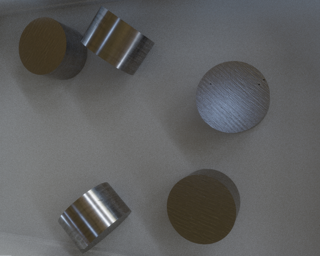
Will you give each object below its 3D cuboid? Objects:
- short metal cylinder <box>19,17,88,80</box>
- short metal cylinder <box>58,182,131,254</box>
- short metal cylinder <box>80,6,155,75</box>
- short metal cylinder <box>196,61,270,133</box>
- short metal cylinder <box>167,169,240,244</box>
[{"bbox_3d":[-0.154,-0.113,0.450,0.080,0.050,0.079,0,90,19],"label":"short metal cylinder"},{"bbox_3d":[-0.085,0.118,0.410,0.080,0.080,0.050,-46,76,14],"label":"short metal cylinder"},{"bbox_3d":[-0.054,-0.112,0.399,0.080,0.080,0.050,38,102,15],"label":"short metal cylinder"},{"bbox_3d":[0.088,-0.034,0.366,0.080,0.050,0.079,0,90,19],"label":"short metal cylinder"},{"bbox_3d":[0.055,0.093,0.378,0.080,0.050,0.079,0,90,19],"label":"short metal cylinder"}]
